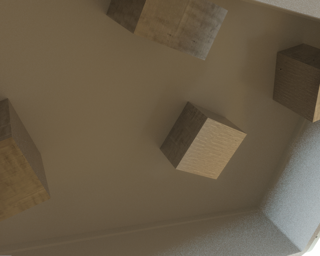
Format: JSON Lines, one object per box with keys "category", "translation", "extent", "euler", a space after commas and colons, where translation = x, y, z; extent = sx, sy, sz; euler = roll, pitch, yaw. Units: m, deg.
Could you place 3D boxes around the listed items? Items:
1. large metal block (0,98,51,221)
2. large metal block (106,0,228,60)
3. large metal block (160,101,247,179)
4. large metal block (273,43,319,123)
{"category": "large metal block", "translation": [-0.155, 0.029, 0.307], "extent": [0.050, 0.080, 0.080], "euler": [-24, 127, -14]}
{"category": "large metal block", "translation": [0.004, -0.113, 0.305], "extent": [0.081, 0.080, 0.050], "euler": [11, 113, -33]}
{"category": "large metal block", "translation": [0.060, 0.019, 0.437], "extent": [0.080, 0.050, 0.080], "euler": [19, 108, -36]}
{"category": "large metal block", "translation": [0.214, -0.067, 0.448], "extent": [0.050, 0.080, 0.080], "euler": [-21, 126, -16]}
